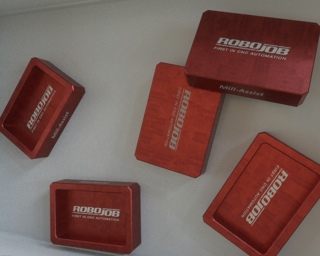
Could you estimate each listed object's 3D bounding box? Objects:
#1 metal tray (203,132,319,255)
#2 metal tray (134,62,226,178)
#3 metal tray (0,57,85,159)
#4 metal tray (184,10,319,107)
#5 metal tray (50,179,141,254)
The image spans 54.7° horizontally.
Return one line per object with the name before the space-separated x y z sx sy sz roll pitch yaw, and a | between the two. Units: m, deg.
metal tray | 0.123 0.080 0.364 0.090 0.030 0.129 34 101 16
metal tray | 0.027 -0.011 0.398 0.090 0.030 0.129 16 95 19
metal tray | -0.183 -0.029 0.472 0.090 0.030 0.129 36 101 16
metal tray | 0.102 -0.082 0.351 0.130 0.030 0.090 13 72 16
metal tray | -0.093 0.122 0.440 0.130 0.030 0.089 -1 90 20
